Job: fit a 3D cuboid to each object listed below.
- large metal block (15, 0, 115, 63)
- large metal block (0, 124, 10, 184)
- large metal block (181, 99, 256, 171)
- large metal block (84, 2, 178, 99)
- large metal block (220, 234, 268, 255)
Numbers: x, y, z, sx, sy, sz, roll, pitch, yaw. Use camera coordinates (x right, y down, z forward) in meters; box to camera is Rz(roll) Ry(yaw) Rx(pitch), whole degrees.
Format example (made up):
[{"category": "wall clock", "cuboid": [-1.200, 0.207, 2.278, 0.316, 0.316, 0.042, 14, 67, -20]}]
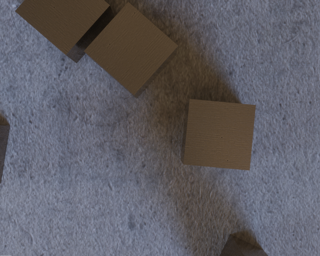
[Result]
[{"category": "large metal block", "cuboid": [-0.117, -0.144, 0.396, 0.080, 0.050, 0.080, 41, 90, -1]}, {"category": "large metal block", "cuboid": [-0.234, 0.032, 0.379, 0.050, 0.080, 0.080, 9, 90, 0]}, {"category": "large metal block", "cuboid": [0.072, 0.008, 0.399, 0.081, 0.050, 0.079, 5, 90, -1]}, {"category": "large metal block", "cuboid": [-0.035, -0.096, 0.397, 0.080, 0.050, 0.080, 42, 90, -1]}, {"category": "large metal block", "cuboid": [0.102, 0.192, 0.384, 0.050, 0.080, 0.080, 26, 90, -1]}]
